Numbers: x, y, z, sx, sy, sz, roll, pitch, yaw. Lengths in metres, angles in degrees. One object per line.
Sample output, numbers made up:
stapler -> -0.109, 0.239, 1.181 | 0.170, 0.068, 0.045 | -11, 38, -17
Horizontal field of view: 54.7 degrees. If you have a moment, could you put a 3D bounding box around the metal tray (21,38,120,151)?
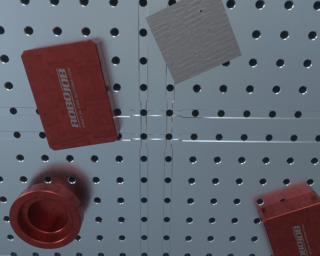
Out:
metal tray -> -0.109, -0.041, 0.395 | 0.091, 0.030, 0.129 | -9, 110, 3

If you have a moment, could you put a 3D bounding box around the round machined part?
round machined part -> -0.159, 0.122, 0.448 | 0.099, 0.042, 0.097 | 0, 110, 0

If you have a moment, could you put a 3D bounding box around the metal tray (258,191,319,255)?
metal tray -> 0.214, 0.169, 0.475 | 0.090, 0.030, 0.129 | -20, 109, 7

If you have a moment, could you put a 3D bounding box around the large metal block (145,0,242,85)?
large metal block -> 0.038, -0.108, 0.361 | 0.080, 0.050, 0.080 | -23, 109, 8
